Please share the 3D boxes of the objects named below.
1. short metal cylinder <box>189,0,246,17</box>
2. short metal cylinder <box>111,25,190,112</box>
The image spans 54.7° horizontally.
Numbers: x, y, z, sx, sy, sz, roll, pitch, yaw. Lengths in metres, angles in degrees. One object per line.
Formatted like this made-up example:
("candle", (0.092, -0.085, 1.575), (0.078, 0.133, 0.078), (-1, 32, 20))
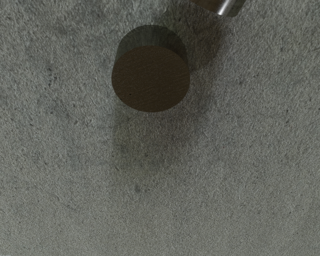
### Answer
("short metal cylinder", (0.043, -0.136, 0.255), (0.080, 0.080, 0.050), (19, 127, -16))
("short metal cylinder", (-0.009, -0.064, 0.336), (0.081, 0.050, 0.079), (0, 130, 0))
